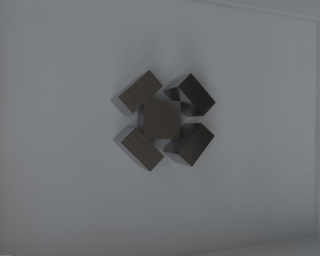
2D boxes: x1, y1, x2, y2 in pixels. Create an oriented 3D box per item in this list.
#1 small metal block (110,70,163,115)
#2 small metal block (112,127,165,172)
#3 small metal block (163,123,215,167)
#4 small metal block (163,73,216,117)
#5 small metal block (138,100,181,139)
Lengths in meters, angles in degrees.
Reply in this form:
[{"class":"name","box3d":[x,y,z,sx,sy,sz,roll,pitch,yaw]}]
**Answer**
[{"class":"small metal block","box3d":[-0.030,-0.043,0.384,0.050,0.050,0.025,-43,103,-14]},{"class":"small metal block","box3d":[-0.028,0.025,0.385,0.025,0.050,0.050,-46,104,-13]},{"class":"small metal block","box3d":[0.037,0.021,0.408,0.025,0.050,0.050,42,76,-16]},{"class":"small metal block","box3d":[0.037,-0.042,0.408,0.025,0.050,0.050,-47,106,-15]},{"class":"small metal block","box3d":[-0.001,-0.011,0.408,0.050,0.025,0.050,1,90,-20]}]
